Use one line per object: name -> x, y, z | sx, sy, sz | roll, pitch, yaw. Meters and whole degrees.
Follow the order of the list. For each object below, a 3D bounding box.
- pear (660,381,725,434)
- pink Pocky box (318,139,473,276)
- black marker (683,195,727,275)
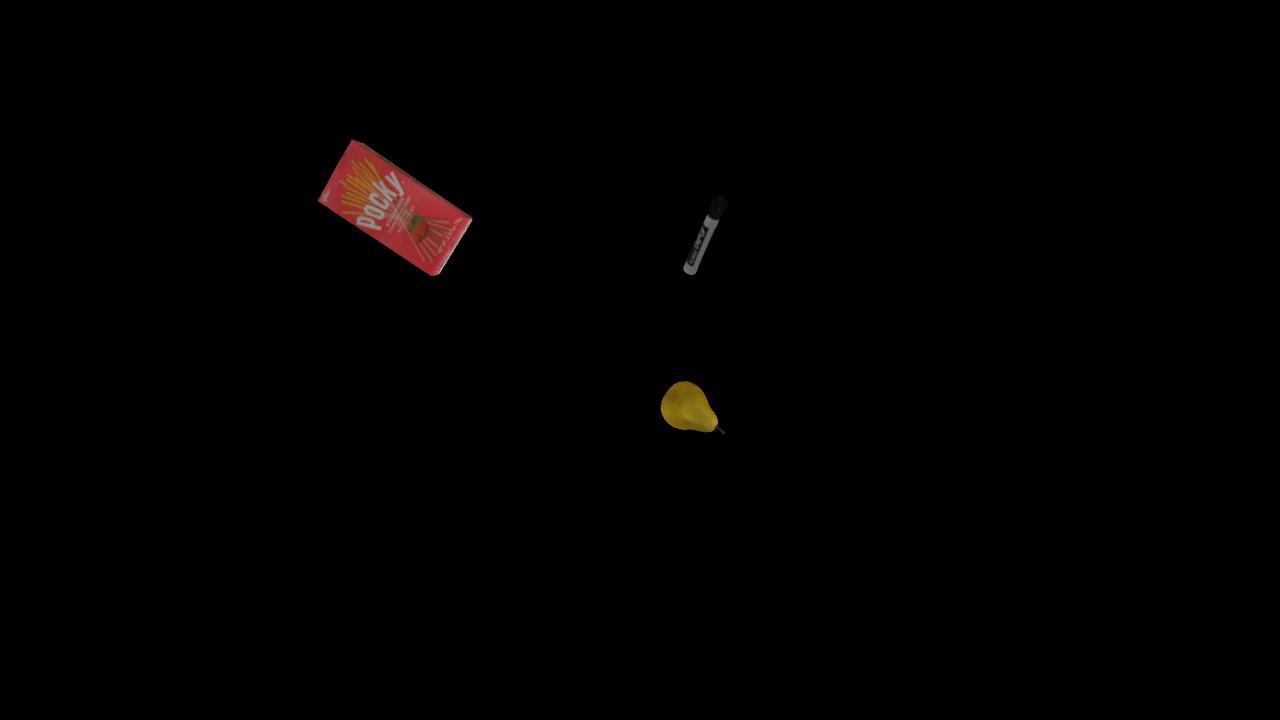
pear -> 0.089, 0.084, 0.969 | 0.111, 0.080, 0.080 | 35, 9, 13
pink Pocky box -> -0.283, -0.175, 0.715 | 0.155, 0.084, 0.029 | 34, 11, -7
black marker -> 0.083, -0.158, 0.782 | 0.020, 0.020, 0.121 | 0, -38, -20
